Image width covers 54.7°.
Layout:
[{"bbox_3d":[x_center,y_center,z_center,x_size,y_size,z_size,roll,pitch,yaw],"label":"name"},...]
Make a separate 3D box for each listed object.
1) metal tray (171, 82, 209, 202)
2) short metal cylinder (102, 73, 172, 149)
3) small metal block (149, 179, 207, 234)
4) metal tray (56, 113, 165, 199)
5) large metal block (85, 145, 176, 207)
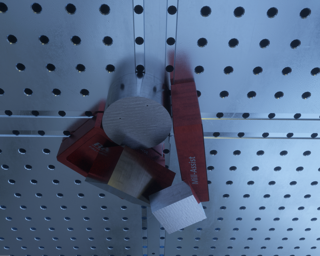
[{"bbox_3d":[0.038,0.020,0.387,0.030,0.090,0.129,-7,130,6],"label":"metal tray"},{"bbox_3d":[-0.027,-0.020,0.378,0.081,0.050,0.079,0,130,0],"label":"short metal cylinder"},{"bbox_3d":[0.021,0.094,0.368,0.050,0.025,0.050,-25,127,6],"label":"small metal block"},{"bbox_3d":[-0.067,0.045,0.445,0.090,0.030,0.130,-36,122,26],"label":"metal tray"},{"bbox_3d":[-0.040,0.065,0.409,0.080,0.050,0.080,32,159,-25],"label":"large metal block"}]
